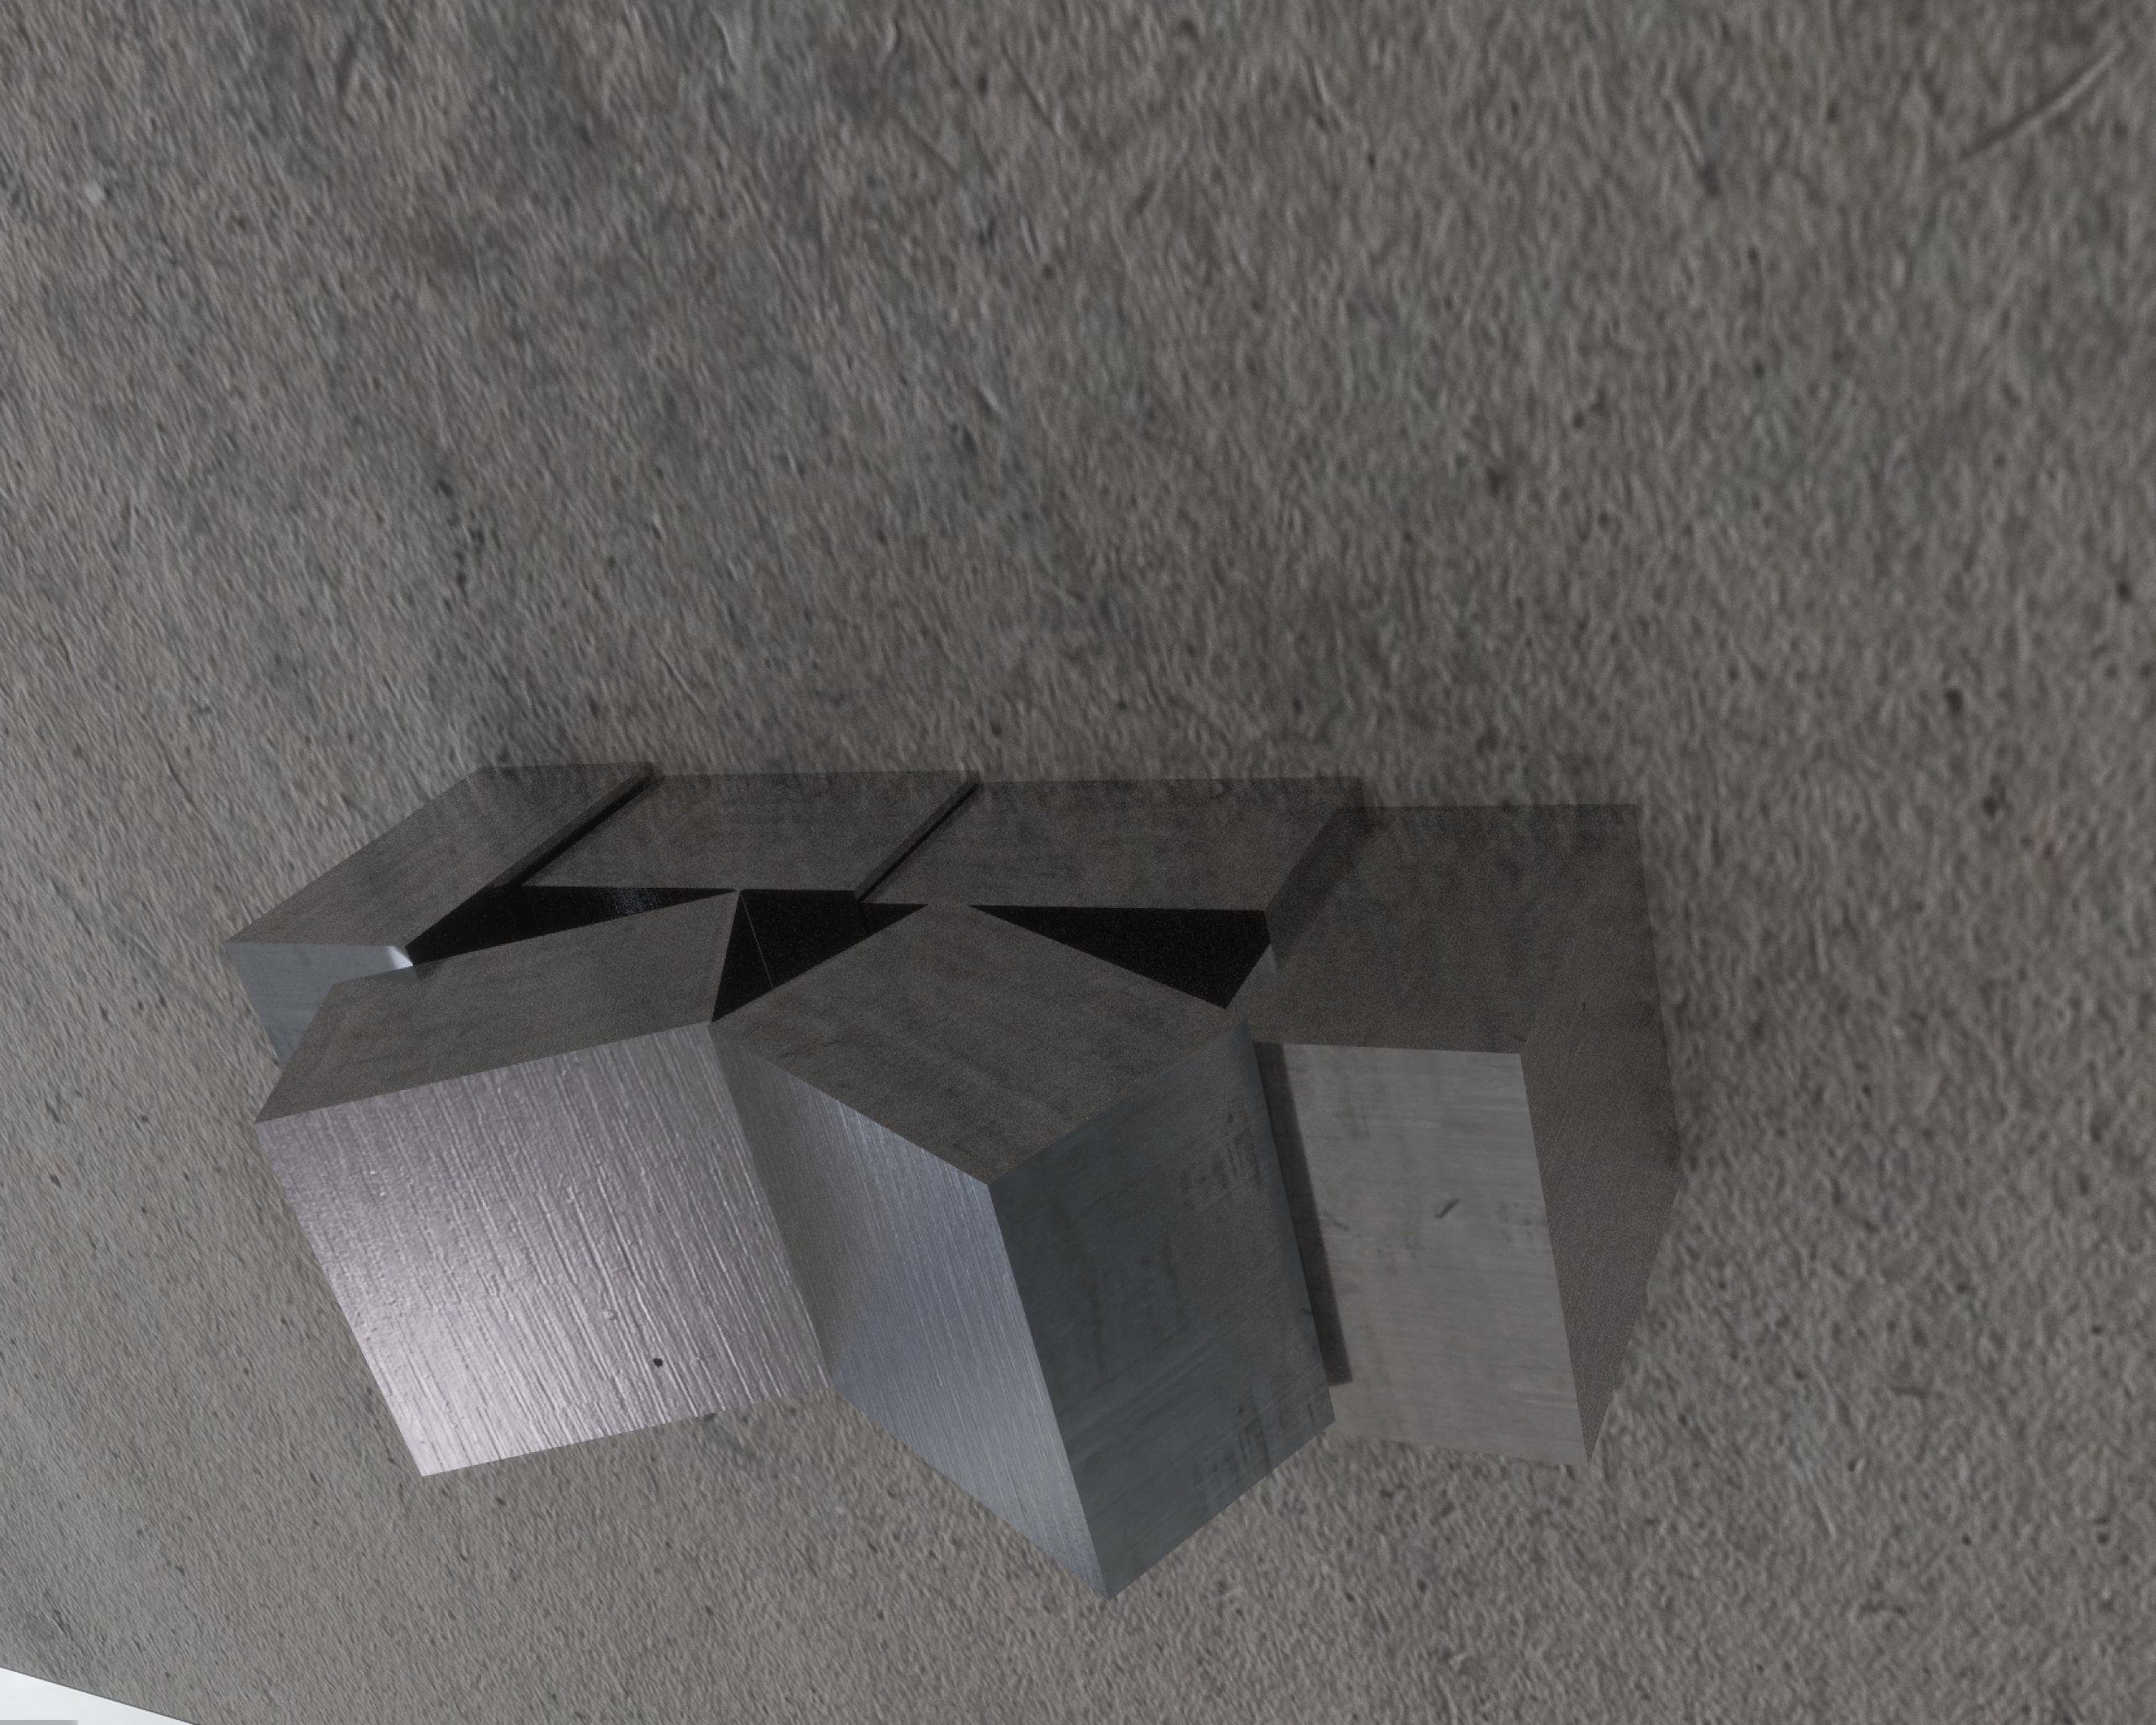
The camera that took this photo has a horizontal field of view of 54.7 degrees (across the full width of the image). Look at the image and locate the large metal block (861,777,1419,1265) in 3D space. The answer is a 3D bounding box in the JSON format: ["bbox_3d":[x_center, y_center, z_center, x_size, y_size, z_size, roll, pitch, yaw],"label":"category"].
[{"bbox_3d":[0.015,0.031,0.402,0.080,0.050,0.080,0,119,28],"label":"large metal block"}]

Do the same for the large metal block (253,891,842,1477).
[{"bbox_3d":[-0.093,0.060,0.392,0.080,0.050,0.080,-13,115,3],"label":"large metal block"}]

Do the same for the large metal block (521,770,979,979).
[{"bbox_3d":[-0.057,0.028,0.438,0.080,0.050,0.080,0,119,28],"label":"large metal block"}]

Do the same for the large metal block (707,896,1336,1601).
[{"bbox_3d":[-0.010,0.060,0.349,0.080,0.050,0.080,19,131,49],"label":"large metal block"}]

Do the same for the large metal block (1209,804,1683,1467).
[{"bbox_3d":[0.068,0.044,0.362,0.050,0.080,0.080,0,118,28],"label":"large metal block"}]

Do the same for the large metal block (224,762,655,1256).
[{"bbox_3d":[-0.124,0.032,0.456,0.050,0.080,0.080,0,118,29],"label":"large metal block"}]
